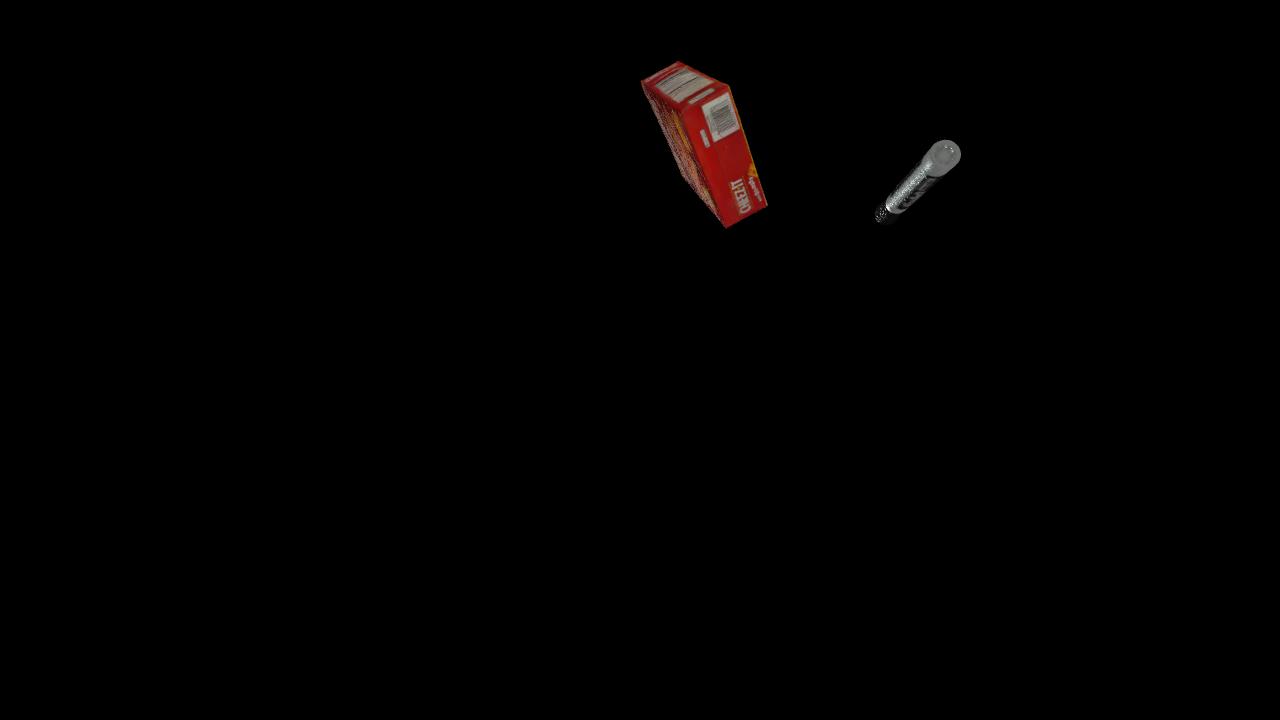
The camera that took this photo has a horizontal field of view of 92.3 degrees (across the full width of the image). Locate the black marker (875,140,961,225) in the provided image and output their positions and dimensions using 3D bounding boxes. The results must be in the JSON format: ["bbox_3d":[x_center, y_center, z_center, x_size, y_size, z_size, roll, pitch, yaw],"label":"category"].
[{"bbox_3d":[0.194,-0.122,0.441,0.020,0.020,0.121,0,-5,4],"label":"black marker"}]

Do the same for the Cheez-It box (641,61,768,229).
[{"bbox_3d":[0.084,-0.300,0.836,0.071,0.166,0.223,-27,35,4],"label":"Cheez-It box"}]
